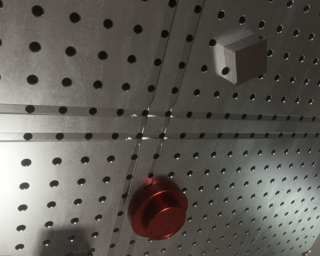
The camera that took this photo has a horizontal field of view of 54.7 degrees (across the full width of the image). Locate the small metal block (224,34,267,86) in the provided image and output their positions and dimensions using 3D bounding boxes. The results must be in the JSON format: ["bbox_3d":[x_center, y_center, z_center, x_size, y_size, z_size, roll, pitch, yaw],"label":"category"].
[{"bbox_3d":[0.117,-0.093,0.420,0.050,0.025,0.050,-25,128,-14],"label":"small metal block"}]

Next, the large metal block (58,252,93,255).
[{"bbox_3d":[-0.133,0.234,0.449,0.081,0.080,0.050,8,114,-33],"label":"large metal block"}]

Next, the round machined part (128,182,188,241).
[{"bbox_3d":[0.002,0.137,0.488,0.099,0.042,0.097,-14,125,-21],"label":"round machined part"}]
